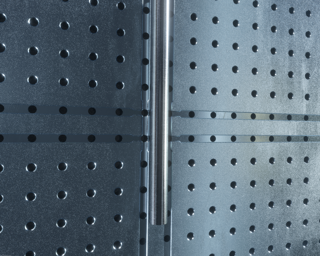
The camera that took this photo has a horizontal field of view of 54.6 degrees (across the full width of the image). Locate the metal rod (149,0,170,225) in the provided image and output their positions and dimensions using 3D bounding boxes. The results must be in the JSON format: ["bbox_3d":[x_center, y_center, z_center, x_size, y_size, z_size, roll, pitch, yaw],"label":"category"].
[{"bbox_3d":[-0.001,-0.024,0.412,0.025,0.025,0.298,1,90,-20],"label":"metal rod"}]
